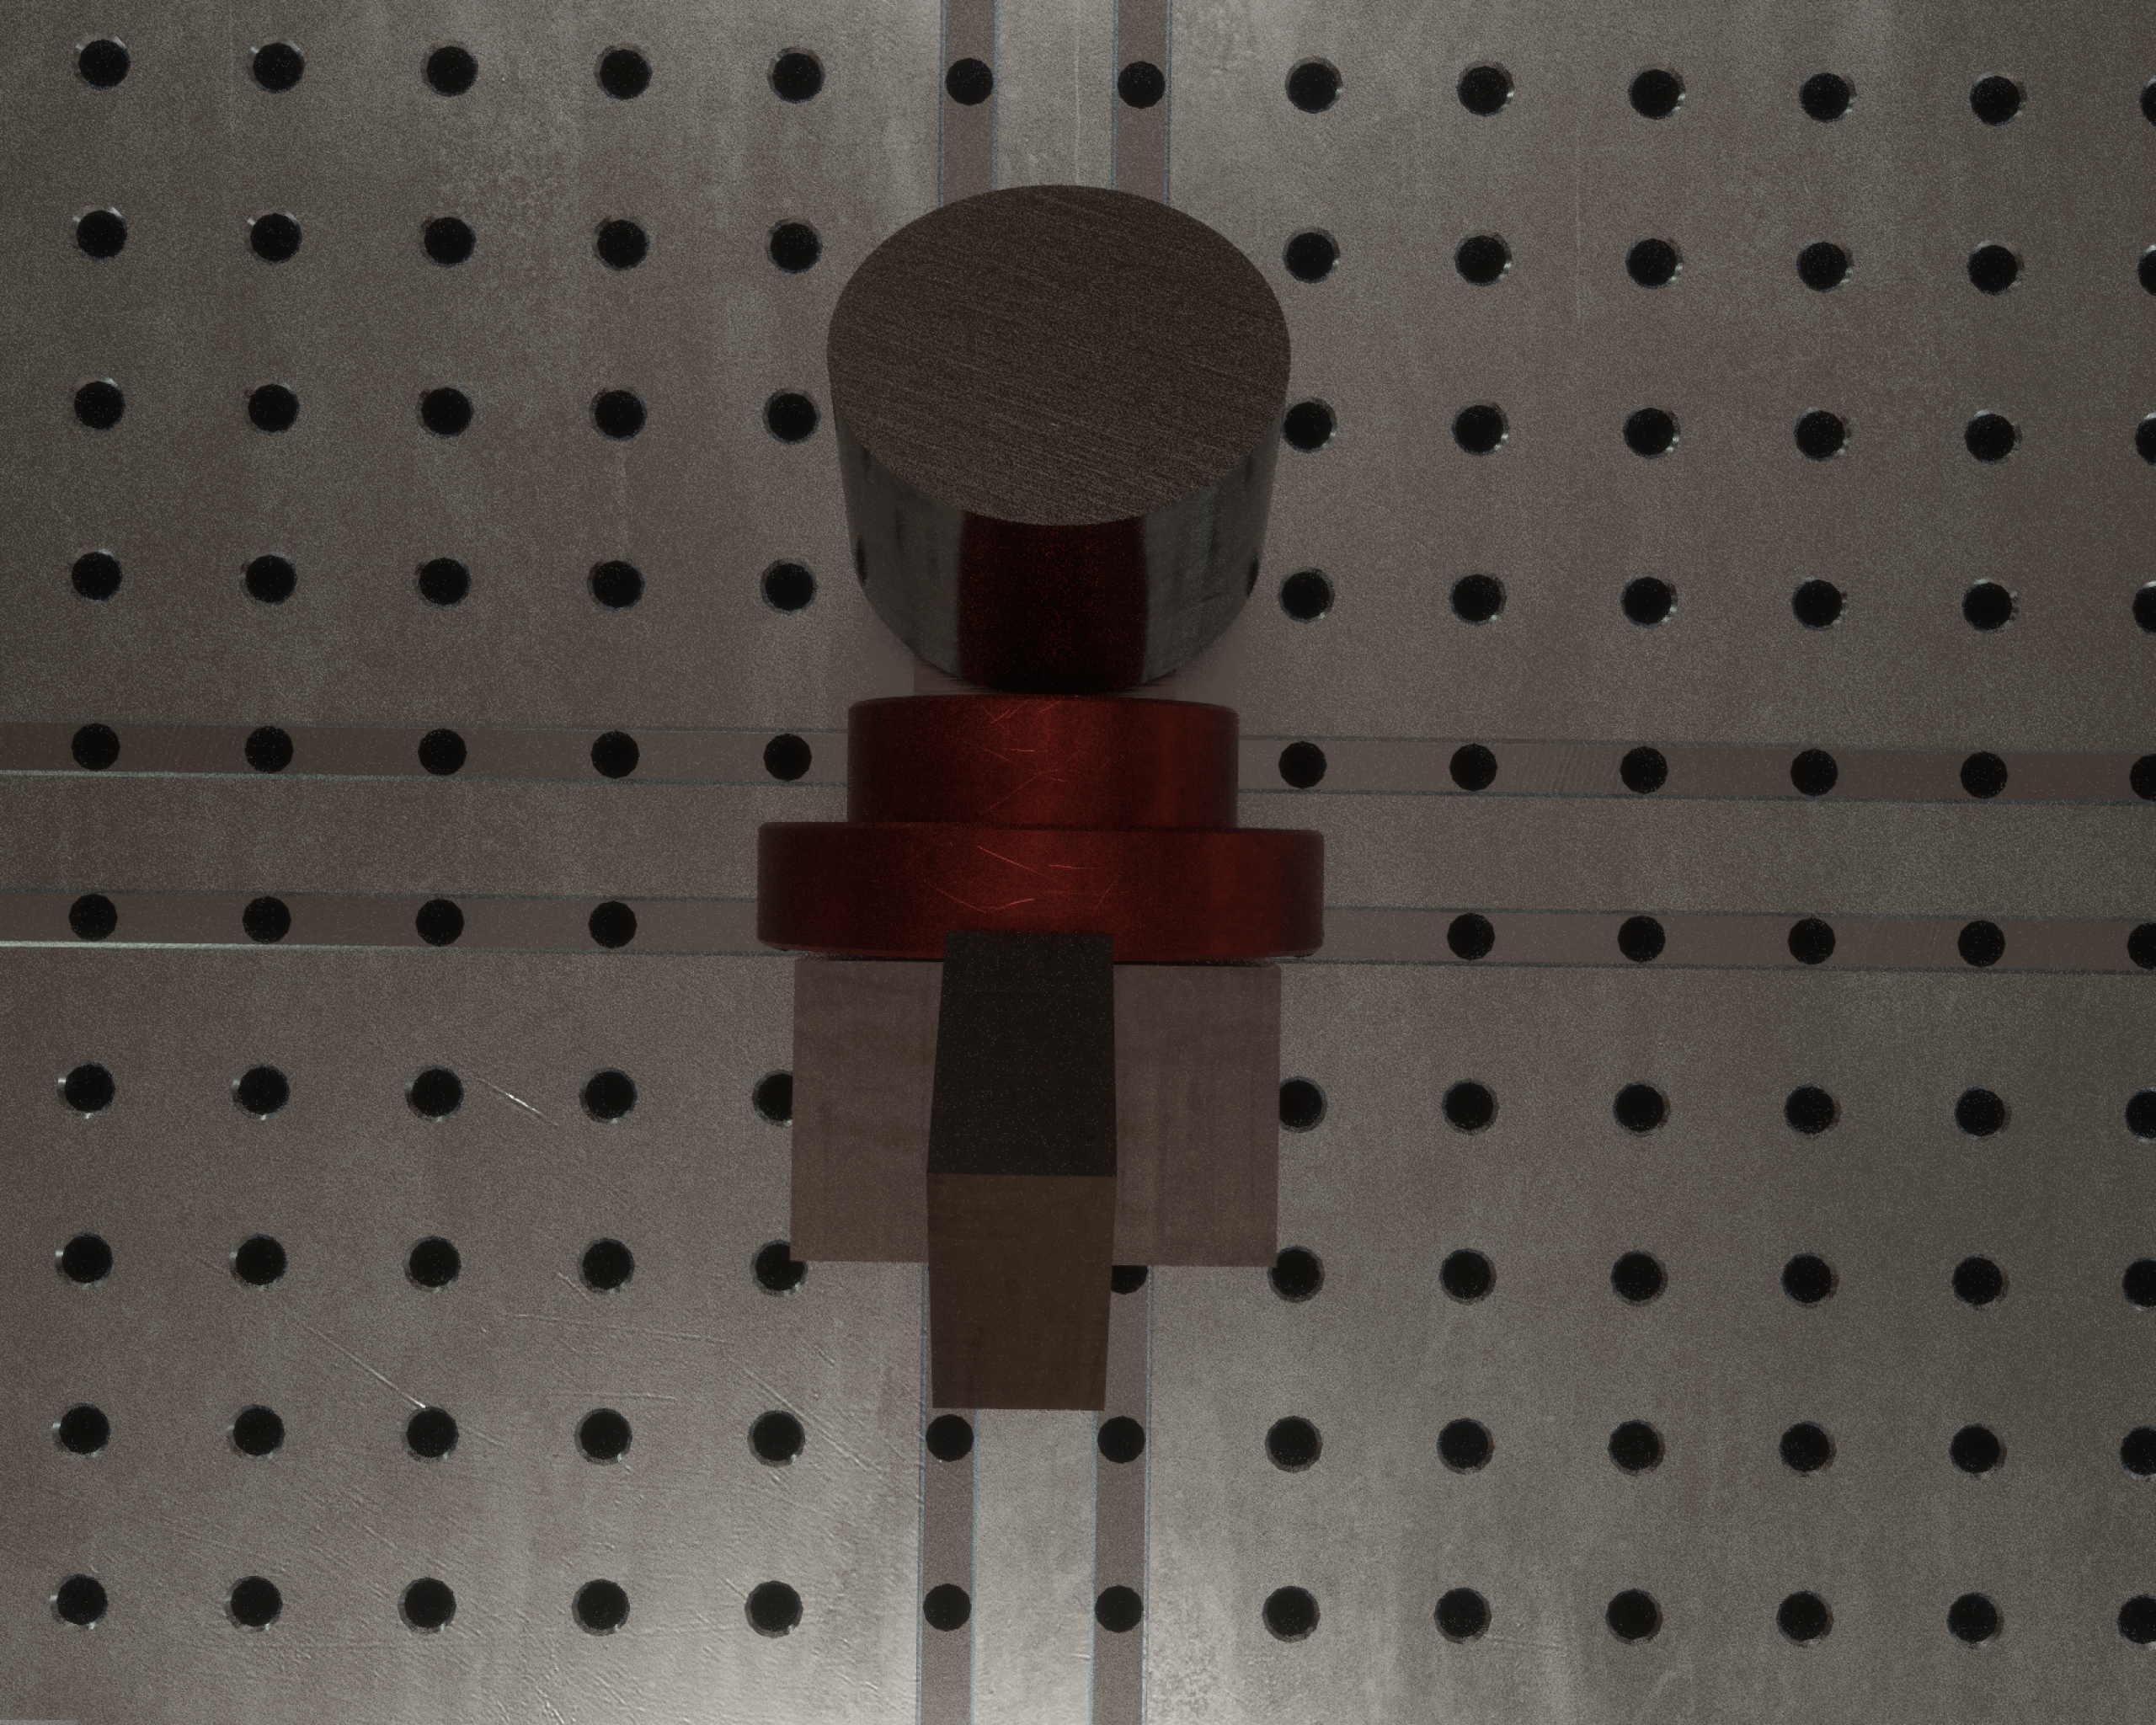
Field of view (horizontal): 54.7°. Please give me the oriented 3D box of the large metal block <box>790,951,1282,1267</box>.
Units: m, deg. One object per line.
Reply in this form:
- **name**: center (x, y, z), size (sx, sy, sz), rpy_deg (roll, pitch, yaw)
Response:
- **large metal block**: center (-0.007, 0.041, 0.385), size (0.081, 0.080, 0.050), rpy_deg (1, 90, -1)

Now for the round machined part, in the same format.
- **round machined part**: center (-0.006, -0.007, 0.366), size (0.099, 0.098, 0.042), rpy_deg (1, 90, -1)

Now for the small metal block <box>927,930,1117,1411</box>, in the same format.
- **small metal block**: center (-0.008, 0.045, 0.310), size (0.025, 0.050, 0.050), rpy_deg (1, 128, -1)

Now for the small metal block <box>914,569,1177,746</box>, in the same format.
- **small metal block**: center (-0.006, -0.031, 0.412), size (0.050, 0.025, 0.050), rpy_deg (1, 90, -1)

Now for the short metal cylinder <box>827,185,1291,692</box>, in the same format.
- **short metal cylinder**: center (-0.004, -0.077, 0.384), size (0.081, 0.050, 0.080), rpy_deg (1, 60, -1)
